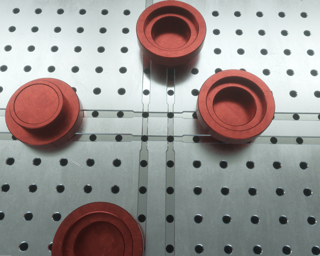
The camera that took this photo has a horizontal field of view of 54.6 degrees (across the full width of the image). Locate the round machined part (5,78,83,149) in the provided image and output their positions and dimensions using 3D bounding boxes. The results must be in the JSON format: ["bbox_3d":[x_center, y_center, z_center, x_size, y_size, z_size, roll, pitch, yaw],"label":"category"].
[{"bbox_3d":[-0.156,-0.024,0.411,0.099,0.042,0.098,0,70,0],"label":"round machined part"}]

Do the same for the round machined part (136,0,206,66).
[{"bbox_3d":[0.016,-0.133,0.451,0.099,0.042,0.098,0,70,0],"label":"round machined part"}]

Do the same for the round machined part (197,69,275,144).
[{"bbox_3d":[0.097,-0.025,0.413,0.099,0.042,0.098,0,70,0],"label":"round machined part"}]

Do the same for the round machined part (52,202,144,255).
[{"bbox_3d":[-0.067,0.136,0.353,0.099,0.042,0.098,0,70,0],"label":"round machined part"}]
